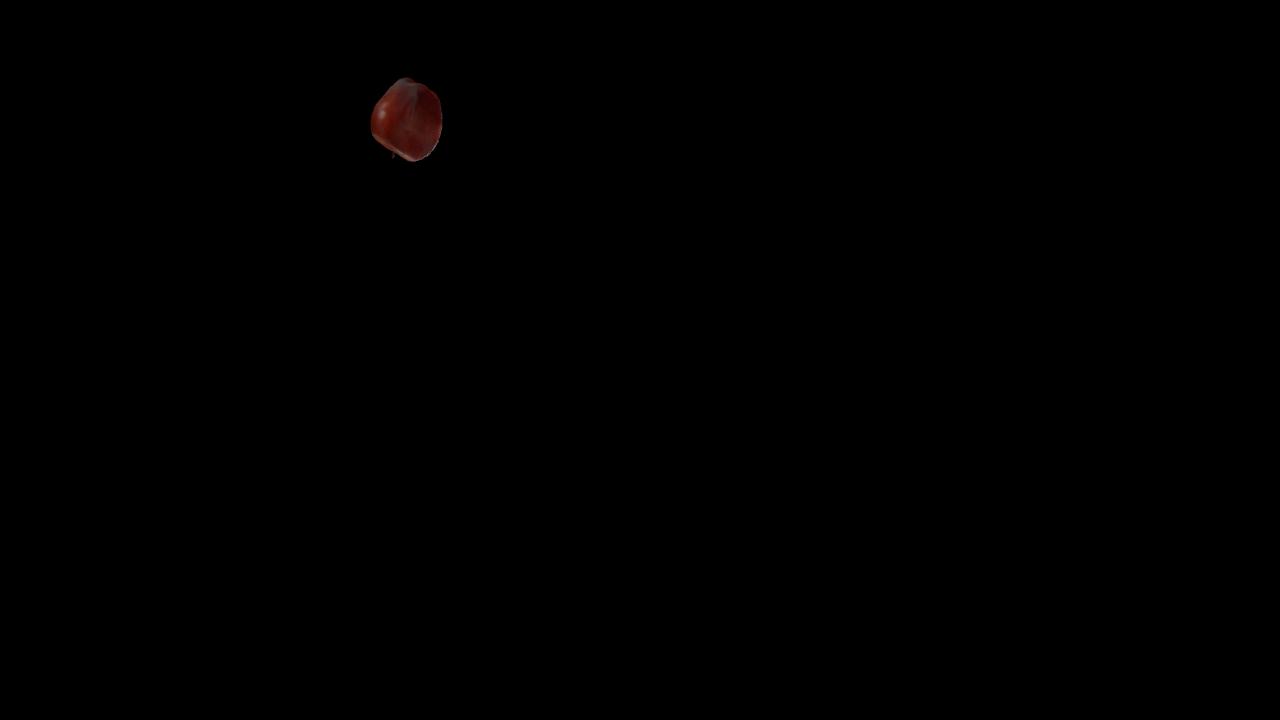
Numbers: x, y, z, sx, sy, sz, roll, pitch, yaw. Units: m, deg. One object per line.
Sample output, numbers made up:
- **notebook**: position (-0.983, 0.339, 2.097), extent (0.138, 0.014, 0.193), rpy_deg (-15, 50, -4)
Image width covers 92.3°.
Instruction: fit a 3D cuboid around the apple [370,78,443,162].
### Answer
- **apple**: position (-0.279, -0.286, 0.741), extent (0.079, 0.093, 0.079), rpy_deg (27, 4, -2)
